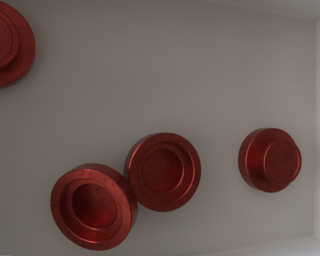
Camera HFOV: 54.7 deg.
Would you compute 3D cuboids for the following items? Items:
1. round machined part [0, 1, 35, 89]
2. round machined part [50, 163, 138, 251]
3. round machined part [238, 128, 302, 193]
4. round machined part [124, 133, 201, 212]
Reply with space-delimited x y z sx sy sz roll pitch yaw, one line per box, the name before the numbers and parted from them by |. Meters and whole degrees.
round machined part | -0.187 -0.092 0.332 0.099 0.042 0.097 0 90 -20
round machined part | -0.072 0.086 0.358 0.098 0.042 0.097 3 103 14
round machined part | 0.171 0.049 0.464 0.099 0.042 0.097 0 90 -20
round machined part | 0.000 0.055 0.399 0.099 0.042 0.097 0 89 -24
